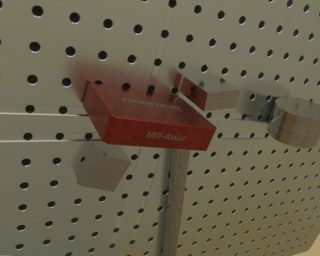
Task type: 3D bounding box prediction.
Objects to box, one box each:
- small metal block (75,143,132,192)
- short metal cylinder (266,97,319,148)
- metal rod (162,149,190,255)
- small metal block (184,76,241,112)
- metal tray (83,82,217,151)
[{"bbox_3d":[-0.074,0.052,0.404,0.050,0.025,0.050,21,107,-37],"label":"small metal block"},{"bbox_3d":[0.217,-0.011,0.490,0.081,0.080,0.050,-7,122,-25],"label":"short metal cylinder"},{"bbox_3d":[0.023,0.153,0.520,0.025,0.025,0.298,-10,123,-23],"label":"metal rod"},{"bbox_3d":[0.068,-0.046,0.405,0.050,0.050,0.025,-8,122,-25],"label":"small metal block"},{"bbox_3d":[-0.012,-0.013,0.355,0.131,0.090,0.030,6,115,-32],"label":"metal tray"}]
